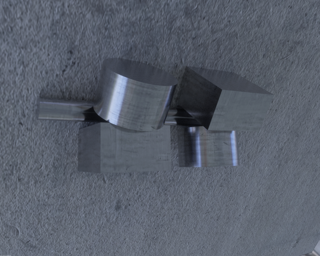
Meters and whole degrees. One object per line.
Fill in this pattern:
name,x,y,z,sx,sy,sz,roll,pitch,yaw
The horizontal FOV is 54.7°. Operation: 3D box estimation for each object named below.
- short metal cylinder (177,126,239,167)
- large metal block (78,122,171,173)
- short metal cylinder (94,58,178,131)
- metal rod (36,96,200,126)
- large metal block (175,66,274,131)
short metal cylinder,0.064,0.026,0.416,0.081,0.080,0.050,2,83,-29
large metal block,-0.043,0.024,0.356,0.081,0.080,0.050,2,83,-30
short metal cylinder,-0.027,-0.038,0.334,0.081,0.080,0.050,3,117,-30
metal rod,0.002,-0.016,0.402,0.303,0.025,0.025,2,118,-30
large metal block,0.079,-0.038,0.392,0.081,0.080,0.050,1,118,-29
